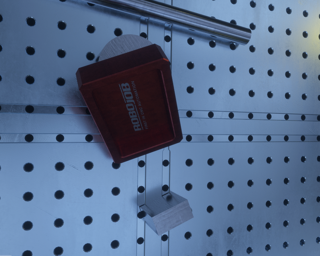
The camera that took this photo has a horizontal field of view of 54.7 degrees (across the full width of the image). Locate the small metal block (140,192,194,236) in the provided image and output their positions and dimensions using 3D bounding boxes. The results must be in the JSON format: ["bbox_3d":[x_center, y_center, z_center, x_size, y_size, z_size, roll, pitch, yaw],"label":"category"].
[{"bbox_3d":[0.008,0.110,0.404,0.050,0.050,0.025,-22,98,-19],"label":"small metal block"}]

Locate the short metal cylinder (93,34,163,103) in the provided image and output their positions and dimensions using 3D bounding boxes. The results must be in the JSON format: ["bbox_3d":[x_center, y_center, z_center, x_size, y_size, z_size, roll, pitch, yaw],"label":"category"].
[{"bbox_3d":[-0.040,-0.070,0.385,0.081,0.050,0.079,0,90,-21],"label":"short metal cylinder"}]

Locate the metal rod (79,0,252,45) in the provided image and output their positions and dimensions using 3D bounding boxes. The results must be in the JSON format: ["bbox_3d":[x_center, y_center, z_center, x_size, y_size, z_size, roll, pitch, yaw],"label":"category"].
[{"bbox_3d":[-0.012,-0.156,0.408,0.302,0.025,0.025,8,87,-20],"label":"metal rod"}]

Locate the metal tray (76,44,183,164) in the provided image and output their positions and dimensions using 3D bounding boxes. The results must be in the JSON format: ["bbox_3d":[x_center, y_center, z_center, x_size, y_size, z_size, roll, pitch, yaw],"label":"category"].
[{"bbox_3d":[-0.028,-0.021,0.349,0.091,0.030,0.129,-20,137,-5],"label":"metal tray"}]
